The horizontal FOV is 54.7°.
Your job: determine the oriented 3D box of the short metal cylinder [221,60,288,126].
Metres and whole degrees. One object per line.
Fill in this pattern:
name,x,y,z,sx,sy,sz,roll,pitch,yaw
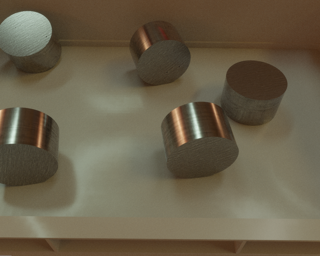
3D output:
short metal cylinder,0.129,-0.050,0.432,0.081,0.050,0.080,0,50,0

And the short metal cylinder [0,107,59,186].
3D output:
short metal cylinder,-0.156,0.022,0.349,0.081,0.080,0.050,-8,51,-7

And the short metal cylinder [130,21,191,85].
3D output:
short metal cylinder,-0.001,-0.111,0.463,0.081,0.080,0.050,-13,52,-11

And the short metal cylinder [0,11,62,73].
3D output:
short metal cylinder,-0.201,-0.132,0.481,0.081,0.050,0.080,0,71,-1

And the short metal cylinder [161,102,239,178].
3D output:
short metal cylinder,0.044,0.015,0.357,0.081,0.080,0.050,-5,51,-5
